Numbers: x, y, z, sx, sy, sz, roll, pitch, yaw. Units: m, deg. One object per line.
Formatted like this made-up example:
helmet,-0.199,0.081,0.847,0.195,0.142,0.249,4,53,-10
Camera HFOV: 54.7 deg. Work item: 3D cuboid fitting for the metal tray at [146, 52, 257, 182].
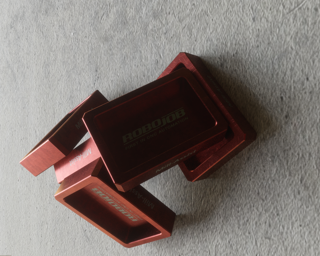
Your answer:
metal tray,0.040,-0.014,0.369,0.090,0.030,0.130,-46,63,30

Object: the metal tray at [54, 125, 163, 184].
metal tray,-0.070,0.036,0.420,0.130,0.091,0.030,-31,71,35

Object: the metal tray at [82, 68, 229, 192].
metal tray,-0.005,-0.001,0.336,0.131,0.030,0.090,-27,67,-11

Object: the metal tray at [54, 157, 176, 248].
metal tray,-0.055,0.100,0.393,0.090,0.130,0.030,-31,26,36

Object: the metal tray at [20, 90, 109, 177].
metal tray,-0.135,0.004,0.453,0.090,0.130,0.030,-30,110,35
